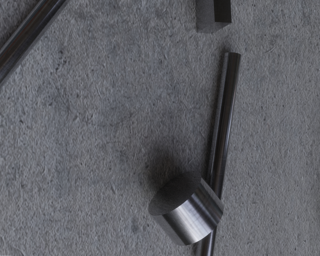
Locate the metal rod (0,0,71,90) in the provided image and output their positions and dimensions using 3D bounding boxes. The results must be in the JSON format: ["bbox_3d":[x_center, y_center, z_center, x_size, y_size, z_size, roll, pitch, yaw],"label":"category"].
[{"bbox_3d":[-0.180,-0.060,0.342,0.025,0.025,0.300,36,78,-17],"label":"metal rod"}]

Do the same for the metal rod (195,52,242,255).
[{"bbox_3d":[0.083,0.042,0.439,0.025,0.025,0.298,10,87,-20],"label":"metal rod"}]

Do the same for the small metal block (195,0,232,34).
[{"bbox_3d":[0.072,-0.161,0.422,0.025,0.050,0.050,-4,92,-20],"label":"small metal block"}]

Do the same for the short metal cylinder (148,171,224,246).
[{"bbox_3d":[0.032,0.099,0.392,0.080,0.080,0.050,-40,103,-16],"label":"short metal cylinder"}]
